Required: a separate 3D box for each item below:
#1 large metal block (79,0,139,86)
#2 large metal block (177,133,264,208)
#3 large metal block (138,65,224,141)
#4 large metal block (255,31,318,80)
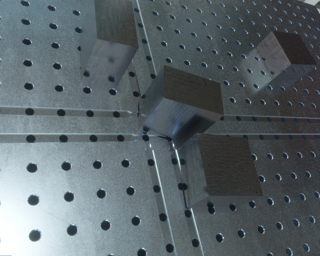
[{"bbox_3d":[-0.070,-0.114,0.406,0.050,0.080,0.080,5,60,-26],"label":"large metal block"},{"bbox_3d":[0.075,0.056,0.400,0.081,0.050,0.080,6,59,-25],"label":"large metal block"},{"bbox_3d":[0.024,-0.027,0.404,0.081,0.080,0.050,14,56,-21],"label":"large metal block"},{"bbox_3d":[0.251,-0.143,0.618,0.081,0.050,0.080,-5,64,-31],"label":"large metal block"}]
